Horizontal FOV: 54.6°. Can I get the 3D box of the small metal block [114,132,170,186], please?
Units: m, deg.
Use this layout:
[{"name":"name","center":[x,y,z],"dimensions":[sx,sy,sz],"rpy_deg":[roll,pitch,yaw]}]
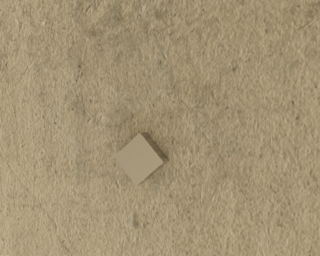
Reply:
[{"name":"small metal block","center":[-0.024,0.041,0.418],"dimensions":[0.050,0.025,0.050],"rpy_deg":[-43,77,15]}]
